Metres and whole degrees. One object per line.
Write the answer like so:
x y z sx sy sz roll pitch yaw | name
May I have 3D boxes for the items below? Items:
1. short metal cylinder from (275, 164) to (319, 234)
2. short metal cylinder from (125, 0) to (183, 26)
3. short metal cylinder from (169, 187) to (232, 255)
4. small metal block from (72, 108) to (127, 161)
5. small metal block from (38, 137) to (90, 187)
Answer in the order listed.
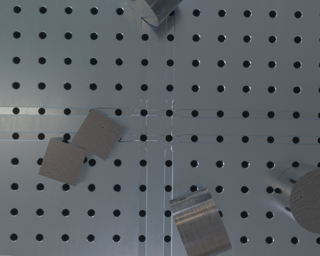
0.199 0.090 0.403 0.081 0.050 0.079 0 90 0 | short metal cylinder
-0.013 -0.175 0.386 0.080 0.080 0.050 43 90 0 | short metal cylinder
0.049 0.120 0.386 0.050 0.080 0.080 -21 90 0 | short metal cylinder
-0.079 0.008 0.413 0.050 0.025 0.050 31 90 0 | small metal block
-0.126 0.044 0.412 0.050 0.025 0.050 19 90 0 | small metal block
